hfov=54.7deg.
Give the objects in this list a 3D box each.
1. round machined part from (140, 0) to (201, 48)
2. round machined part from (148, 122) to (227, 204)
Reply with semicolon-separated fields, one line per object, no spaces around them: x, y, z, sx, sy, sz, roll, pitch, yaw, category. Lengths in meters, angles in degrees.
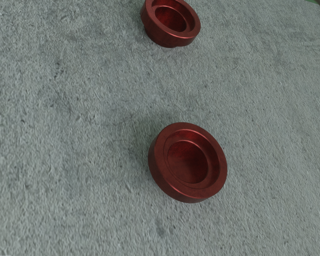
0.013;-0.170;0.503;0.099;0.042;0.098;14;56;-21;round machined part
0.030;0.045;0.381;0.099;0.042;0.098;14;56;-21;round machined part
